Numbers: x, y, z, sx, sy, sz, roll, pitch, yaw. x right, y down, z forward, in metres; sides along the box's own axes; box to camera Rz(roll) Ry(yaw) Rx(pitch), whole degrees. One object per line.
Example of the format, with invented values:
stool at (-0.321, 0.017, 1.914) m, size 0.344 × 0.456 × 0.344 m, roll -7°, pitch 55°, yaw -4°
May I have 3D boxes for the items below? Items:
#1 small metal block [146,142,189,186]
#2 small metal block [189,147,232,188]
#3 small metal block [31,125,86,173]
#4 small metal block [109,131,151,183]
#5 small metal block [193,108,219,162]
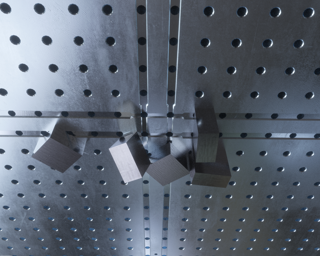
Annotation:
small metal block at (0.010, 0.054, 0.457) m, size 0.050 × 0.025 × 0.050 m, roll -30°, pitch 124°, yaw 23°
small metal block at (0.070, 0.056, 0.443) m, size 0.050 × 0.050 × 0.025 m, roll 7°, pitch 130°, yaw -6°
small metal block at (-0.142, 0.031, 0.437) m, size 0.050 × 0.025 × 0.050 m, roll 35°, pitch 122°, yaw -26°
small metal block at (-0.039, 0.038, 0.416) m, size 0.025 × 0.050 × 0.050 m, roll -20°, pitch 101°, yaw 16°
small metal block at (0.058, 0.009, 0.403) m, size 0.025 × 0.050 × 0.050 m, roll -1°, pitch 130°, yaw 0°
